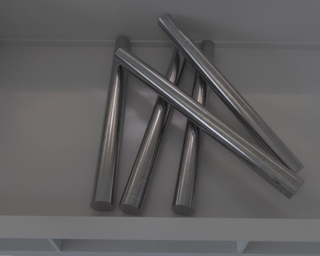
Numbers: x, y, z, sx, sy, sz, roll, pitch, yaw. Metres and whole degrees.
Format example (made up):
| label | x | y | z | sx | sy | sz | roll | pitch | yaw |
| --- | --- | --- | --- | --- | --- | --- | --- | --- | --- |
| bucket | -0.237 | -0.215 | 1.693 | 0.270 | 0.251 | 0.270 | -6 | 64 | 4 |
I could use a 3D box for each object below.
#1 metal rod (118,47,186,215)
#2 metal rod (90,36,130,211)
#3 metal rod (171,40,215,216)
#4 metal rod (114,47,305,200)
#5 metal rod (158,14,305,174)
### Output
| label | x | y | z | sx | sy | sz | roll | pitch | yaw |
| --- | --- | --- | --- | --- | --- | --- | --- | --- | --- |
| metal rod | 0.003 | -0.024 | 0.425 | 0.025 | 0.025 | 0.300 | 11 | 51 | 9 |
| metal rod | -0.063 | -0.031 | 0.429 | 0.025 | 0.025 | 0.300 | 0 | 50 | 0 |
| metal rod | 0.052 | -0.025 | 0.425 | 0.025 | 0.025 | 0.300 | 8 | 50 | 7 |
| metal rod | 0.042 | -0.022 | 0.389 | 0.025 | 0.025 | 0.300 | -34 | 58 | -25 |
| metal rod | 0.083 | -0.059 | 0.427 | 0.025 | 0.025 | 0.299 | -24 | 63 | -19 |
